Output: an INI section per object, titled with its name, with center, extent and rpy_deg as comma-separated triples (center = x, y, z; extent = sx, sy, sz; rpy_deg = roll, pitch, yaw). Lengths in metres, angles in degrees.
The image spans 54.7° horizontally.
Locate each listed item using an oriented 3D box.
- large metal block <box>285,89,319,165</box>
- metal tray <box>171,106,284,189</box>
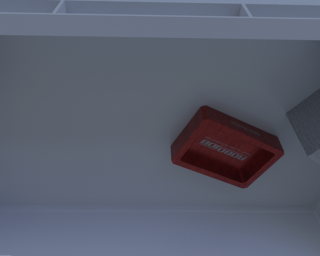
[large metal block]
center = 0.212, -0.005, 0.372
extent = 0.050, 0.080, 0.080
rpy_deg = 32, 123, -24
[metal tray]
center = 0.092, 0.031, 0.433
extent = 0.131, 0.030, 0.089
rpy_deg = 22, 127, -18
